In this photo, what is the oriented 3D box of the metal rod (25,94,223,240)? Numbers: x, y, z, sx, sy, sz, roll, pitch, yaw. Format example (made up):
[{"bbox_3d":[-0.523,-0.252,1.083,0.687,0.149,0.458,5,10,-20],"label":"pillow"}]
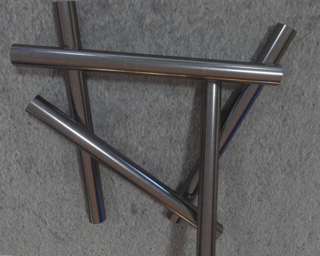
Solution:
[{"bbox_3d":[-0.036,0.058,0.403,0.301,0.025,0.025,37,106,-13],"label":"metal rod"}]

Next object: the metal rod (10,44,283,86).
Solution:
[{"bbox_3d":[-0.013,-0.072,0.355,0.302,0.025,0.025,4,110,-2],"label":"metal rod"}]

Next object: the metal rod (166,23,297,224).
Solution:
[{"bbox_3d":[0.086,0.007,0.413,0.025,0.025,0.298,24,108,-9],"label":"metal rod"}]

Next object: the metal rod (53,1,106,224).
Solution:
[{"bbox_3d":[-0.101,-0.005,0.406,0.025,0.025,0.298,-3,110,1],"label":"metal rod"}]

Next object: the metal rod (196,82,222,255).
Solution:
[{"bbox_3d":[0.062,0.091,0.402,0.025,0.025,0.298,1,94,-1],"label":"metal rod"}]
